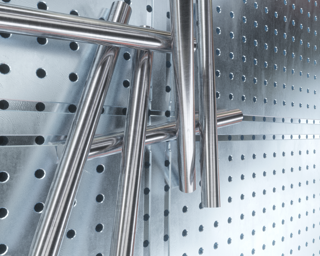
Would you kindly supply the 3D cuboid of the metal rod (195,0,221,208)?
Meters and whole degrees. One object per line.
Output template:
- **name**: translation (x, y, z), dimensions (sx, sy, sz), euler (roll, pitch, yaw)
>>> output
- **metal rod**: translation (0.066, -0.043, 0.436), dimensions (0.025, 0.025, 0.299), euler (8, 77, -40)

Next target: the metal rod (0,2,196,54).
- **metal rod**: translation (-0.090, -0.097, 0.299), dimensions (0.302, 0.025, 0.025), euler (-2, 91, -33)

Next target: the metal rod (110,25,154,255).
- **metal rod**: translation (-0.030, 0.026, 0.347), dimensions (0.025, 0.025, 0.299), euler (16, 73, -39)

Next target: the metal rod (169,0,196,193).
- **metal rod**: translation (0.029, -0.045, 0.371), dimensions (0.025, 0.025, 0.298), euler (-28, 127, -36)

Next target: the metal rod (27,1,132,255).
- **metal rod**: translation (-0.076, -0.006, 0.317), dimensions (0.025, 0.025, 0.299), euler (29, 64, -36)

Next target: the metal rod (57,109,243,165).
- **metal rod**: translation (0.013, 0.004, 0.418), dimensions (0.302, 0.025, 0.025), euler (-12, 98, -39)
